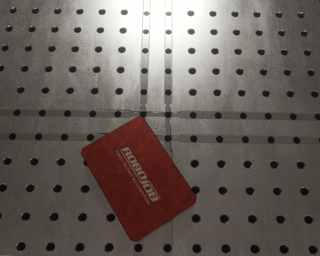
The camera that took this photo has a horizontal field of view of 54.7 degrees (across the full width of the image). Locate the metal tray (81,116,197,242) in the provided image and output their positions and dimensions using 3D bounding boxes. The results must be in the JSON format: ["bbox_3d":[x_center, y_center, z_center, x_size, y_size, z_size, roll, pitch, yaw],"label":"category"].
[{"bbox_3d":[-0.027,0.061,0.386,0.090,0.030,0.130,-31,73,-11],"label":"metal tray"}]
